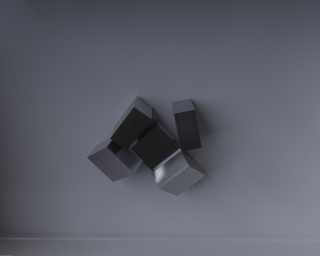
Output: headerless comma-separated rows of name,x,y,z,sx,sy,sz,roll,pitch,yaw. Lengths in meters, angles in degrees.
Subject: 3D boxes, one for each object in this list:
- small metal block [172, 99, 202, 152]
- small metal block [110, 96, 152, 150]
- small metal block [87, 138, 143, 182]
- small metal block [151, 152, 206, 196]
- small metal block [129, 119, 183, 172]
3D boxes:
small metal block,0.033,-0.005,0.394,0.025,0.050,0.050,-11,110,3
small metal block,-0.035,-0.007,0.392,0.025,0.050,0.050,35,106,-12
small metal block,-0.060,0.041,0.412,0.050,0.025,0.050,47,136,-16
small metal block,0.026,0.063,0.419,0.050,0.025,0.050,-39,143,12
small metal block,-0.005,0.025,0.418,0.050,0.025,0.050,-40,106,13
